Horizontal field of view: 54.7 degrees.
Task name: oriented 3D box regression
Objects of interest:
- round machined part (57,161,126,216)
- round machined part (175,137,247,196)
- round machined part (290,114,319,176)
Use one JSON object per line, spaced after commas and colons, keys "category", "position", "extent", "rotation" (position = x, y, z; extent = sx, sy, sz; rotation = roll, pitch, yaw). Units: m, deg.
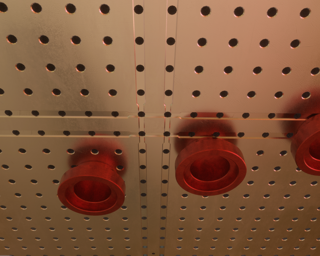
{"category": "round machined part", "position": [-0.102, 0.089, 0.475], "extent": [0.099, 0.042, 0.097], "rotation": [-1, 130, 0]}
{"category": "round machined part", "position": [0.070, 0.051, 0.445], "extent": [0.099, 0.042, 0.097], "rotation": [-1, 130, 0]}
{"category": "round machined part", "position": [0.227, 0.017, 0.419], "extent": [0.099, 0.042, 0.097], "rotation": [-1, 130, 0]}
